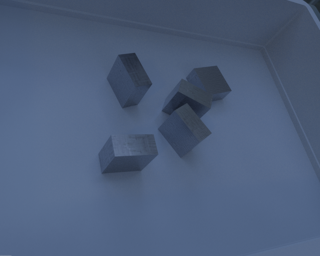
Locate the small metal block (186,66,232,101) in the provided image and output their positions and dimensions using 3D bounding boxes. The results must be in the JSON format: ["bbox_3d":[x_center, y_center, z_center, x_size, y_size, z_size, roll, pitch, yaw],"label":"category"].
[{"bbox_3d":[0.077,-0.069,0.492,0.050,0.025,0.050,-14,69,-34],"label":"small metal block"}]

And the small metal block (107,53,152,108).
[{"bbox_3d":[-0.041,-0.062,0.406,0.025,0.050,0.050,-17,71,-35],"label":"small metal block"}]

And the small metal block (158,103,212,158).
[{"bbox_3d":[0.031,0.004,0.406,0.025,0.050,0.050,-32,80,-38],"label":"small metal block"}]

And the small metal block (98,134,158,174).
[{"bbox_3d":[-0.037,0.030,0.353,0.050,0.050,0.025,0,62,-29],"label":"small metal block"}]

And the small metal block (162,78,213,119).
[{"bbox_3d":[0.038,-0.034,0.433,0.050,0.050,0.025,27,52,-12],"label":"small metal block"}]
